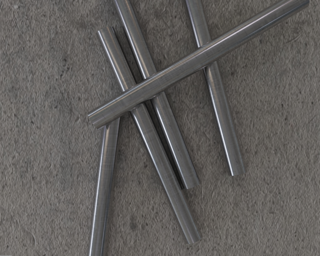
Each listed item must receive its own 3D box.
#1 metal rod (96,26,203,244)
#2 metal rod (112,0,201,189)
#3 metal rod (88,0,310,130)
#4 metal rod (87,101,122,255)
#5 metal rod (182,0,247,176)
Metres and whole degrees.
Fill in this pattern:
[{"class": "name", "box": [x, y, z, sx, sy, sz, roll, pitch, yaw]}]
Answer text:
[{"class": "metal rod", "box": [-0.014, 0.010, 0.409, 0.025, 0.025, 0.299, -23, 90, 0]}, {"class": "metal rod", "box": [-0.010, -0.063, 0.409, 0.025, 0.025, 0.299, -21, 90, 0]}, {"class": "metal rod", "box": [0.047, -0.085, 0.383, 0.301, 0.025, 0.025, -30, 90, 0]}, {"class": "metal rod", "box": [-0.077, 0.114, 0.409, 0.025, 0.025, 0.298, 7, 90, 0]}, {"class": "metal rod", "box": [0.065, -0.085, 0.410, 0.025, 0.025, 0.298, -15, 90, 0]}]
